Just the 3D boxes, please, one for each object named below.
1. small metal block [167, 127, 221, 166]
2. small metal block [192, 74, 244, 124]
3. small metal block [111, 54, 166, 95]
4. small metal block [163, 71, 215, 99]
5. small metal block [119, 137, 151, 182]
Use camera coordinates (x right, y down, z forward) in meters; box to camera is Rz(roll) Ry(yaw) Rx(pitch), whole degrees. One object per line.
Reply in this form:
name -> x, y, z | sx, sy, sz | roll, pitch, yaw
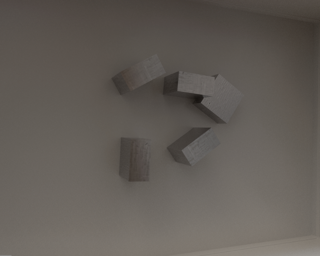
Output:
small metal block -> 0.044, 0.024, 0.415 | 0.050, 0.050, 0.025 | -36, 102, -17
small metal block -> 0.084, -0.041, 0.443 | 0.050, 0.025, 0.050 | 36, 78, -17
small metal block -> -0.028, -0.066, 0.388 | 0.050, 0.050, 0.025 | -31, 101, -18
small metal block -> 0.037, -0.056, 0.412 | 0.050, 0.050, 0.025 | 6, 88, -20
small metal block -> -0.032, 0.038, 0.386 | 0.025, 0.050, 0.050 | 3, 89, -20
